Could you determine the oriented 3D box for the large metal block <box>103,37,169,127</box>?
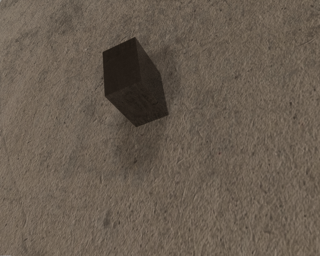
[{"bbox_3d":[-0.033,-0.060,0.422,0.050,0.080,0.080,-21,54,16],"label":"large metal block"}]
